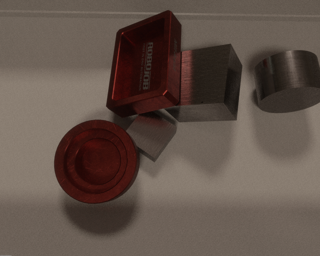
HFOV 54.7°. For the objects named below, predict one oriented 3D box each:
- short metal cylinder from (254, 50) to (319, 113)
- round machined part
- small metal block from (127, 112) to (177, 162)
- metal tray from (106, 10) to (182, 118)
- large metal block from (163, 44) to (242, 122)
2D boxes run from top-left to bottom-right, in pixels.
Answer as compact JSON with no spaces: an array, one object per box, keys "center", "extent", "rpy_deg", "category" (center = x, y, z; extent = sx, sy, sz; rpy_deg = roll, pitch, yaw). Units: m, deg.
[{"center":[0.167,-0.057,0.404],"extent":[0.081,0.080,0.050],"rpy_deg":[-2,70,-1],"category":"short metal cylinder"},{"center":[-0.073,0.042,0.378],"extent":[0.099,0.042,0.098],"rpy_deg":[-1,79,6],"category":"round machined part"},{"center":[-0.013,0.009,0.406],"extent":[0.050,0.025,0.050],"rpy_deg":[33,73,11],"category":"small metal block"},{"center":[-0.020,-0.084,0.409],"extent":[0.090,0.030,0.130],"rpy_deg":[-11,62,29],"category":"metal tray"},{"center":[0.056,-0.055,0.400],"extent":[0.080,0.050,0.080],"rpy_deg":[-1,67,31],"category":"large metal block"}]
